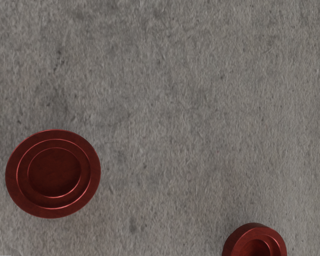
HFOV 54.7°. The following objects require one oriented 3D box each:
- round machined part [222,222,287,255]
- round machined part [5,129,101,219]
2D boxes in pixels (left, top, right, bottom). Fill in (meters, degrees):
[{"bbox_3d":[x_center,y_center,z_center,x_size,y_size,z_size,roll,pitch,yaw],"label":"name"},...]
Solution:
[{"bbox_3d":[0.131,0.186,0.451,0.099,0.042,0.097,0,90,-21],"label":"round machined part"},{"bbox_3d":[-0.121,0.050,0.356,0.099,0.042,0.097,0,90,-21],"label":"round machined part"}]
